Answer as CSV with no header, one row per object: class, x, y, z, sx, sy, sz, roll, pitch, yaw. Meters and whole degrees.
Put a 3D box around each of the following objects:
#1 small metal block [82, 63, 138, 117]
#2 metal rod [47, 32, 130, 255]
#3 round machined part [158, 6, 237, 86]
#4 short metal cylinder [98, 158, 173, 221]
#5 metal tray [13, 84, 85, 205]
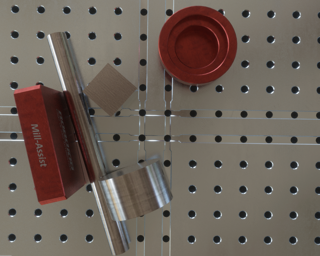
small metal block,-0.065,-0.049,0.413,0.050,0.025,0.050,42,90,-1
metal rod,-0.095,0.021,0.412,0.025,0.025,0.298,-17,90,0
round machined part,0.047,-0.104,0.405,0.099,0.042,0.097,0,90,-1
short metal cylinder,-0.030,0.075,0.386,0.080,0.080,0.050,-19,90,0
metal tray,-0.131,0.018,0.379,0.030,0.090,0.129,-13,90,0
